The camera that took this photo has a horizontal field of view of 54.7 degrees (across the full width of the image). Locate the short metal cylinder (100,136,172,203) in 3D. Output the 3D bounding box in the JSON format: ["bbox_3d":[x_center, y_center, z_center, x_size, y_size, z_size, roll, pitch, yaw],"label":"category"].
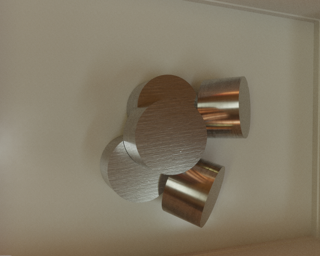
[{"bbox_3d":[-0.030,0.048,0.386,0.081,0.050,0.079,0,90,-21],"label":"short metal cylinder"}]

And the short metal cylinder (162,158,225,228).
[{"bbox_3d":[0.043,0.077,0.390,0.050,0.080,0.080,19,82,22],"label":"short metal cylinder"}]

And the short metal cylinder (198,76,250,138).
[{"bbox_3d":[0.086,-0.026,0.407,0.080,0.050,0.079,-2,90,-64],"label":"short metal cylinder"}]

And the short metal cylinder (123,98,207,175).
[{"bbox_3d":[0.005,0.009,0.344,0.081,0.050,0.079,0,90,-21],"label":"short metal cylinder"}]

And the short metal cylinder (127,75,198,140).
[{"bbox_3d":[0.003,-0.025,0.397,0.081,0.050,0.079,0,90,-21],"label":"short metal cylinder"}]
